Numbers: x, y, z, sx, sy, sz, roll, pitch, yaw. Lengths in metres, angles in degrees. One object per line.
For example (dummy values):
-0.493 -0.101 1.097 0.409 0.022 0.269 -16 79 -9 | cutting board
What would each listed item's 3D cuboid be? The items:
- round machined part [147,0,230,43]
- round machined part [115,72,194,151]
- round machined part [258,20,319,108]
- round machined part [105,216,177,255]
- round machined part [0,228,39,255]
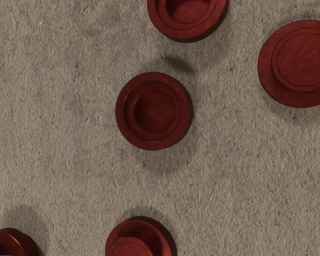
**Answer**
0.037 -0.155 0.386 0.098 0.042 0.097 0 90 19 | round machined part
-0.004 -0.021 0.401 0.098 0.042 0.097 0 90 19 | round machined part
0.160 -0.072 0.344 0.098 0.042 0.097 0 90 19 | round machined part
-0.030 0.171 0.410 0.098 0.042 0.097 0 90 19 | round machined part
-0.229 0.203 0.479 0.098 0.042 0.097 0 90 19 | round machined part
